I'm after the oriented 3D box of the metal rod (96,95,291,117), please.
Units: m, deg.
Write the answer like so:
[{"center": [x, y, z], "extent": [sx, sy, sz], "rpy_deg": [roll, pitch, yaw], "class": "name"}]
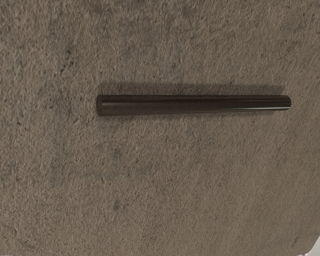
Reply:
[{"center": [0.065, -0.033, 0.423], "extent": [0.303, 0.025, 0.025], "rpy_deg": [-3, 120, -27], "class": "metal rod"}]
